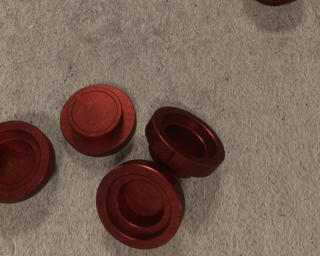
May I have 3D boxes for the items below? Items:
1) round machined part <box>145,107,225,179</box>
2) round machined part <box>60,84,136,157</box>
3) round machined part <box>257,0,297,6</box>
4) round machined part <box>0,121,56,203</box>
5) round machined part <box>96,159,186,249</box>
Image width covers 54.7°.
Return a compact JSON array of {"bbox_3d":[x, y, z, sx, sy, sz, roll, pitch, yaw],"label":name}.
[{"bbox_3d":[0.025,0.022,0.374,0.099,0.042,0.098,24,33,-16],"label":"round machined part"},{"bbox_3d":[-0.081,-0.014,0.403,0.099,0.042,0.098,0,70,-1],"label":"round machined part"},{"bbox_3d":[0.182,-0.233,0.487,0.099,0.042,0.098,0,70,-1],"label":"round machined part"},{"bbox_3d":[-0.178,0.043,0.381,0.099,0.042,0.098,0,70,-1],"label":"round machined part"},{"bbox_3d":[-0.019,0.082,0.353,0.098,0.042,0.097,3,101,16],"label":"round machined part"}]
